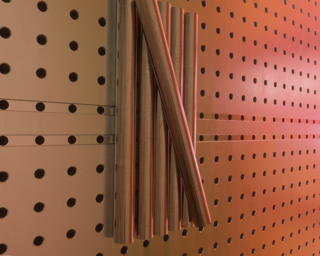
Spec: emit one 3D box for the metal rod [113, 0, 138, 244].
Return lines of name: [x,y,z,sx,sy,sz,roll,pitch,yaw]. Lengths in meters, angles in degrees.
metal rod: [-0.041,-0.015,0.372,0.025,0.025,0.298,1,89,-40]

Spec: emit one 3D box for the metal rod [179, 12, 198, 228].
metal rod: [0.039,-0.012,0.441,0.025,0.025,0.298,2,89,-40]

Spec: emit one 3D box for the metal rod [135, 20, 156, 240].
metal rod: [-0.018,-0.013,0.391,0.025,0.025,0.298,1,89,-40]

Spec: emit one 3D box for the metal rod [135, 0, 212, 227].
metal rod: [0.020,-0.012,0.392,0.025,0.025,0.298,-25,106,-37]

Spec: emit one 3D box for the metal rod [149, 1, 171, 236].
metal rod: [0.000,-0.013,0.407,0.025,0.025,0.298,1,89,-40]

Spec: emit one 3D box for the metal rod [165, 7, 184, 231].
metal rod: [0.019,-0.012,0.425,0.025,0.025,0.298,1,89,-40]
